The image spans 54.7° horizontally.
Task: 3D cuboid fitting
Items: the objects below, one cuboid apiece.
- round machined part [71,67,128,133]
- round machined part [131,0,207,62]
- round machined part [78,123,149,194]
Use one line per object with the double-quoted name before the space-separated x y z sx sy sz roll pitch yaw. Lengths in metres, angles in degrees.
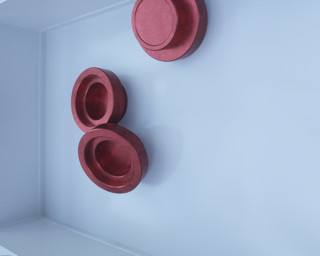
"round machined part" -0.087 -0.040 0.465 0.098 0.042 0.097 0 90 39
"round machined part" 0.004 -0.130 0.375 0.098 0.042 0.097 13 113 34
"round machined part" -0.060 0.038 0.427 0.098 0.042 0.097 10 117 21
